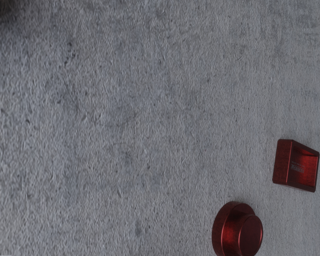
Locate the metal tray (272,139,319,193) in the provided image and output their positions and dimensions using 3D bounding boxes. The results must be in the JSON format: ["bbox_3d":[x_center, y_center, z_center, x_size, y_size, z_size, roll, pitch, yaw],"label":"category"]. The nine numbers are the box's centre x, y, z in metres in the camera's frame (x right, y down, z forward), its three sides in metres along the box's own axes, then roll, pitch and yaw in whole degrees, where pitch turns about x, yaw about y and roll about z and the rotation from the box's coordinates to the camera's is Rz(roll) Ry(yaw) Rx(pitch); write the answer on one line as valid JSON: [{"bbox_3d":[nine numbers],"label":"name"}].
[{"bbox_3d":[0.286,0.081,0.645,0.131,0.030,0.090,19,78,-39],"label":"metal tray"}]

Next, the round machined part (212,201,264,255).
[{"bbox_3d":[0.133,0.173,0.509,0.099,0.042,0.097,0,90,-40],"label":"round machined part"}]
